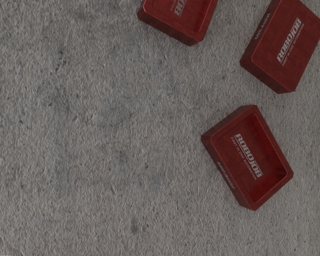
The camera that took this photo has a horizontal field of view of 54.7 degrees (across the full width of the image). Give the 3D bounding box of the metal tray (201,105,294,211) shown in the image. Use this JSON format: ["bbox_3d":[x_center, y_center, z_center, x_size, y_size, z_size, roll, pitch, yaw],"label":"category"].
[{"bbox_3d":[0.129,0.042,0.453,0.090,0.030,0.130,-35,102,-17],"label":"metal tray"}]

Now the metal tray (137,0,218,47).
[{"bbox_3d":[0.035,-0.189,0.418,0.091,0.030,0.130,23,82,-19],"label":"metal tray"}]

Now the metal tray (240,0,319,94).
[{"bbox_3d":[0.190,-0.129,0.476,0.090,0.030,0.130,32,80,-17],"label":"metal tray"}]
